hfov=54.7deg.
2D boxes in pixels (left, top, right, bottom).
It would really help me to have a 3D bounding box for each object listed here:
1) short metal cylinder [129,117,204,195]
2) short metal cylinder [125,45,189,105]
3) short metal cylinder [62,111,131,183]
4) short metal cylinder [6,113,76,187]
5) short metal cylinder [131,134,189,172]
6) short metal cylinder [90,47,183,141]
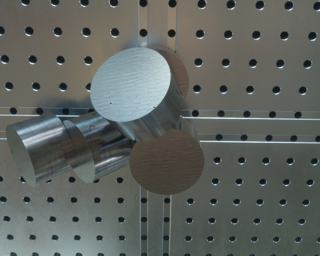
[{"bbox_3d":[0.007,0.029,0.355,0.081,0.050,0.079,0,110,0],"label":"short metal cylinder"},{"bbox_3d":[-0.007,-0.058,0.378,0.081,0.050,0.079,0,110,0],"label":"short metal cylinder"},{"bbox_3d":[-0.080,0.021,0.383,0.050,0.080,0.079,-23,115,-36],"label":"short metal cylinder"},{"bbox_3d":[-0.149,0.026,0.385,0.050,0.080,0.079,-24,115,-37],"label":"short metal cylinder"},{"bbox_3d":[-0.002,0.017,0.405,0.081,0.050,0.079,0,110,0],"label":"short metal cylinder"},{"bbox_3d":[-0.021,-0.033,0.311,0.080,0.080,0.050,-23,152,8],"label":"short metal cylinder"}]
